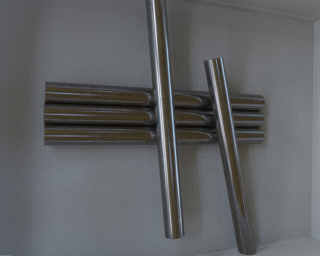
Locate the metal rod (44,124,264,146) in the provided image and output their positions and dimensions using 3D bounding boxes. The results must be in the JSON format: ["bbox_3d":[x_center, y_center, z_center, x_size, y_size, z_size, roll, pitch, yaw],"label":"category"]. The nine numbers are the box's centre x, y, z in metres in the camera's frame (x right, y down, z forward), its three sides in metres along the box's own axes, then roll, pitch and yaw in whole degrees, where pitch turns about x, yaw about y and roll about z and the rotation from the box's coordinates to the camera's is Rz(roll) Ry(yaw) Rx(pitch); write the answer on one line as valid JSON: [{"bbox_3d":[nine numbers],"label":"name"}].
[{"bbox_3d":[0.007,0.010,0.413,0.303,0.025,0.025,1,90,-21],"label":"metal rod"}]

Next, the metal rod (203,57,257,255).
[{"bbox_3d":[0.100,0.054,0.426,0.025,0.025,0.298,-17,103,-20],"label":"metal rod"}]

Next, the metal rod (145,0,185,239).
[{"bbox_3d":[0.007,-0.013,0.386,0.025,0.025,0.298,-5,92,-20],"label":"metal rod"}]

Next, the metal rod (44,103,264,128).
[{"bbox_3d":[0.007,-0.015,0.413,0.303,0.025,0.025,1,90,-21],"label":"metal rod"}]

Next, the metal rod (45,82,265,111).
[{"bbox_3d":[0.008,-0.040,0.413,0.303,0.025,0.025,1,90,-21],"label":"metal rod"}]
